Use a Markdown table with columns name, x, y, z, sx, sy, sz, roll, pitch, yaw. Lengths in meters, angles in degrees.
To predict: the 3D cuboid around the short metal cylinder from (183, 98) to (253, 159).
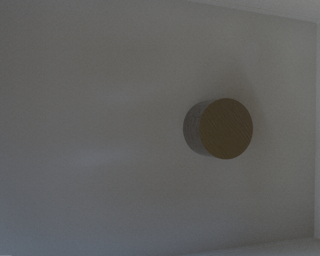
| name | x | y | z | sx | sy | sz | roll | pitch | yaw |
| --- | --- | --- | --- | --- | --- | --- | --- | --- | --- |
| short metal cylinder | 0.079 | 0.001 | 0.426 | 0.081 | 0.050 | 0.080 | 0 | 90 | -20 |
